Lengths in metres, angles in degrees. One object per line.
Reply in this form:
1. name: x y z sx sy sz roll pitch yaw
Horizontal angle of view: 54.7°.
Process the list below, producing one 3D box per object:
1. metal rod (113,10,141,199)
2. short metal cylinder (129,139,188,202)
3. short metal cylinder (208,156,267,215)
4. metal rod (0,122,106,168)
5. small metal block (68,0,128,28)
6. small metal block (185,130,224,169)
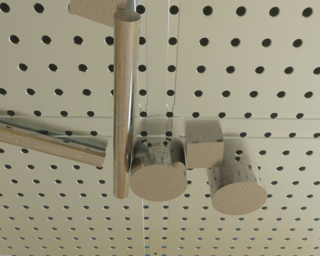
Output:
1. metal rod: -0.047 -0.001 0.394 0.025 0.025 0.298 5 135 -4
2. short metal cylinder: -0.002 0.062 0.448 0.081 0.050 0.079 0 130 0
3. short metal cylinder: 0.116 0.089 0.472 0.081 0.050 0.079 0 130 0
4. metal rod: -0.222 0.003 0.411 0.302 0.025 0.025 17 128 -14
5. small metal block: -0.056 -0.131 0.299 0.050 0.025 0.050 16 128 -13
6. small metal block: 0.062 0.030 0.438 0.050 0.025 0.050 -3 130 2
